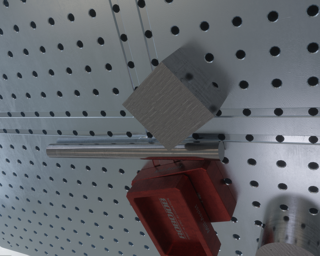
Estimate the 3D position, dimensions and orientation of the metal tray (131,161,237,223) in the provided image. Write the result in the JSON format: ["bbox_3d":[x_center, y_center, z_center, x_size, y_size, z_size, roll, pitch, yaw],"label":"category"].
[{"bbox_3d":[0.032,0.096,0.450,0.130,0.030,0.090,-17,110,34],"label":"metal tray"}]

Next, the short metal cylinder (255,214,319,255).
[{"bbox_3d":[0.170,0.160,0.404,0.080,0.050,0.079,13,124,21],"label":"short metal cylinder"}]

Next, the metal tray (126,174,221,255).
[{"bbox_3d":[0.020,0.131,0.438,0.090,0.030,0.129,-14,112,34],"label":"metal tray"}]

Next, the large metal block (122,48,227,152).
[{"bbox_3d":[0.017,-0.032,0.367,0.080,0.050,0.080,45,129,-4],"label":"large metal block"}]

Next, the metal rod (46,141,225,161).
[{"bbox_3d":[-0.054,0.034,0.460,0.300,0.025,0.025,-2,117,29],"label":"metal rod"}]
